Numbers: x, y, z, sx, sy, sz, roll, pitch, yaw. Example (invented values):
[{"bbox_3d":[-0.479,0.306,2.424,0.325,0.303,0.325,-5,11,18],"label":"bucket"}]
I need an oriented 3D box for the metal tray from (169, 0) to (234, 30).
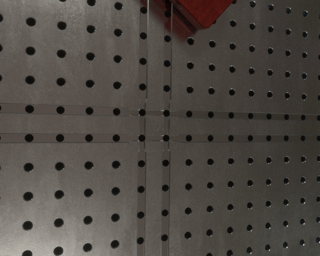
[{"bbox_3d":[0.043,-0.206,0.405,0.130,0.030,0.090,42,92,-16],"label":"metal tray"}]

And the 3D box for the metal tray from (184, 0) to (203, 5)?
[{"bbox_3d":[0.054,-0.239,0.431,0.090,0.030,0.130,42,76,-16],"label":"metal tray"}]
